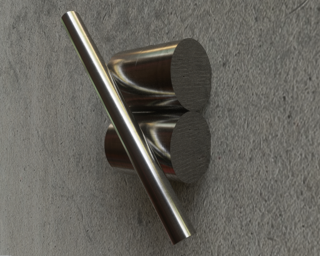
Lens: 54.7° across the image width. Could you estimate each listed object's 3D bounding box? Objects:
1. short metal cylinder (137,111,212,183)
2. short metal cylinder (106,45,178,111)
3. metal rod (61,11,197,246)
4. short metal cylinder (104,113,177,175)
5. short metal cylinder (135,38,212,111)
[{"bbox_3d":[0.017,0.021,0.357,0.050,0.081,0.079,1,91,40],"label":"short metal cylinder"},{"bbox_3d":[-0.021,-0.060,0.389,0.050,0.081,0.079,1,91,40],"label":"short metal cylinder"},{"bbox_3d":[-0.046,-0.019,0.340,0.025,0.025,0.299,-44,64,31],"label":"metal rod"},{"bbox_3d":[-0.022,0.021,0.389,0.050,0.081,0.079,1,91,40],"label":"short metal cylinder"},{"bbox_3d":[0.017,-0.059,0.357,0.050,0.081,0.079,1,91,40],"label":"short metal cylinder"}]
